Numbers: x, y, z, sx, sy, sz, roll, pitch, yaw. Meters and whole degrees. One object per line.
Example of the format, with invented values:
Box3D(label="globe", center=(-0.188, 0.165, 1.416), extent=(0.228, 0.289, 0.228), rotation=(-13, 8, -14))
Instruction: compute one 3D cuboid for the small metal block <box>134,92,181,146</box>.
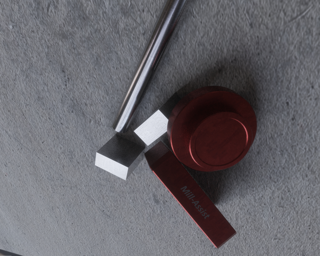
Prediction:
Box3D(label="small metal block", center=(0.002, -0.011, 0.381), extent=(0.025, 0.050, 0.050), rotation=(47, 129, -5))

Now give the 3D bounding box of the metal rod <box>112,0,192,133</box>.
Box3D(label="metal rod", center=(0.003, -0.103, 0.339), extent=(0.025, 0.025, 0.298), rotation=(34, 129, 5))

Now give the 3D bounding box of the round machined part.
Box3D(label="round machined part", center=(0.060, 0.007, 0.337), extent=(0.099, 0.042, 0.097), rotation=(-4, 115, -9))

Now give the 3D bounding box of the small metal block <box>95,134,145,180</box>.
Box3D(label="small metal block", center=(-0.057, 0.041, 0.444), extent=(0.050, 0.050, 0.025), rotation=(24, 127, 13))

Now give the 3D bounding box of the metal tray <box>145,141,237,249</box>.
Box3D(label="metal tray", center=(0.035, 0.080, 0.396), extent=(0.030, 0.090, 0.130), rotation=(-39, 99, -2))
